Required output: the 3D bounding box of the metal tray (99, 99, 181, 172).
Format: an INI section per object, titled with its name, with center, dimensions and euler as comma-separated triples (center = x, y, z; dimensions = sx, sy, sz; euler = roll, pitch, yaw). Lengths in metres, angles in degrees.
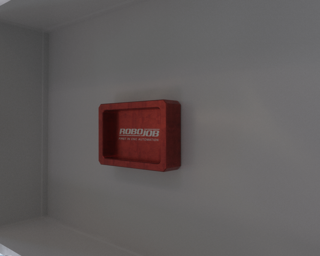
[metal tray]
center = -0.032, 0.009, 0.431
dimensions = 0.130, 0.030, 0.090
euler = 0, 90, 40
